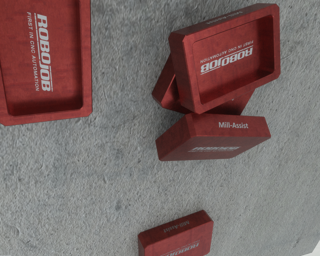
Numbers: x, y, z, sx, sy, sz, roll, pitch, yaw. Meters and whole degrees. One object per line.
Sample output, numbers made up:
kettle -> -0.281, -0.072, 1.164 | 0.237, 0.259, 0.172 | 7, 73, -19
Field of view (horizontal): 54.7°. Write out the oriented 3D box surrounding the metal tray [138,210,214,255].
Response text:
metal tray -> 0.028, 0.204, 0.545 | 0.131, 0.030, 0.089 | -14, 124, -21

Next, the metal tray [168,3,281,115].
metal tray -> 0.079, -0.081, 0.355 | 0.131, 0.030, 0.089 | -25, 121, -20

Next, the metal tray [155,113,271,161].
metal tray -> 0.071, 0.015, 0.420 | 0.131, 0.030, 0.090 | 1, 155, -29

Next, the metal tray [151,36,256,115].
metal tray -> 0.065, -0.058, 0.403 | 0.131, 0.030, 0.089 | 14, 111, -34

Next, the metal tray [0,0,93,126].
metal tray -> -0.114, -0.070, 0.297 | 0.091, 0.030, 0.129 | -9, 122, -24
